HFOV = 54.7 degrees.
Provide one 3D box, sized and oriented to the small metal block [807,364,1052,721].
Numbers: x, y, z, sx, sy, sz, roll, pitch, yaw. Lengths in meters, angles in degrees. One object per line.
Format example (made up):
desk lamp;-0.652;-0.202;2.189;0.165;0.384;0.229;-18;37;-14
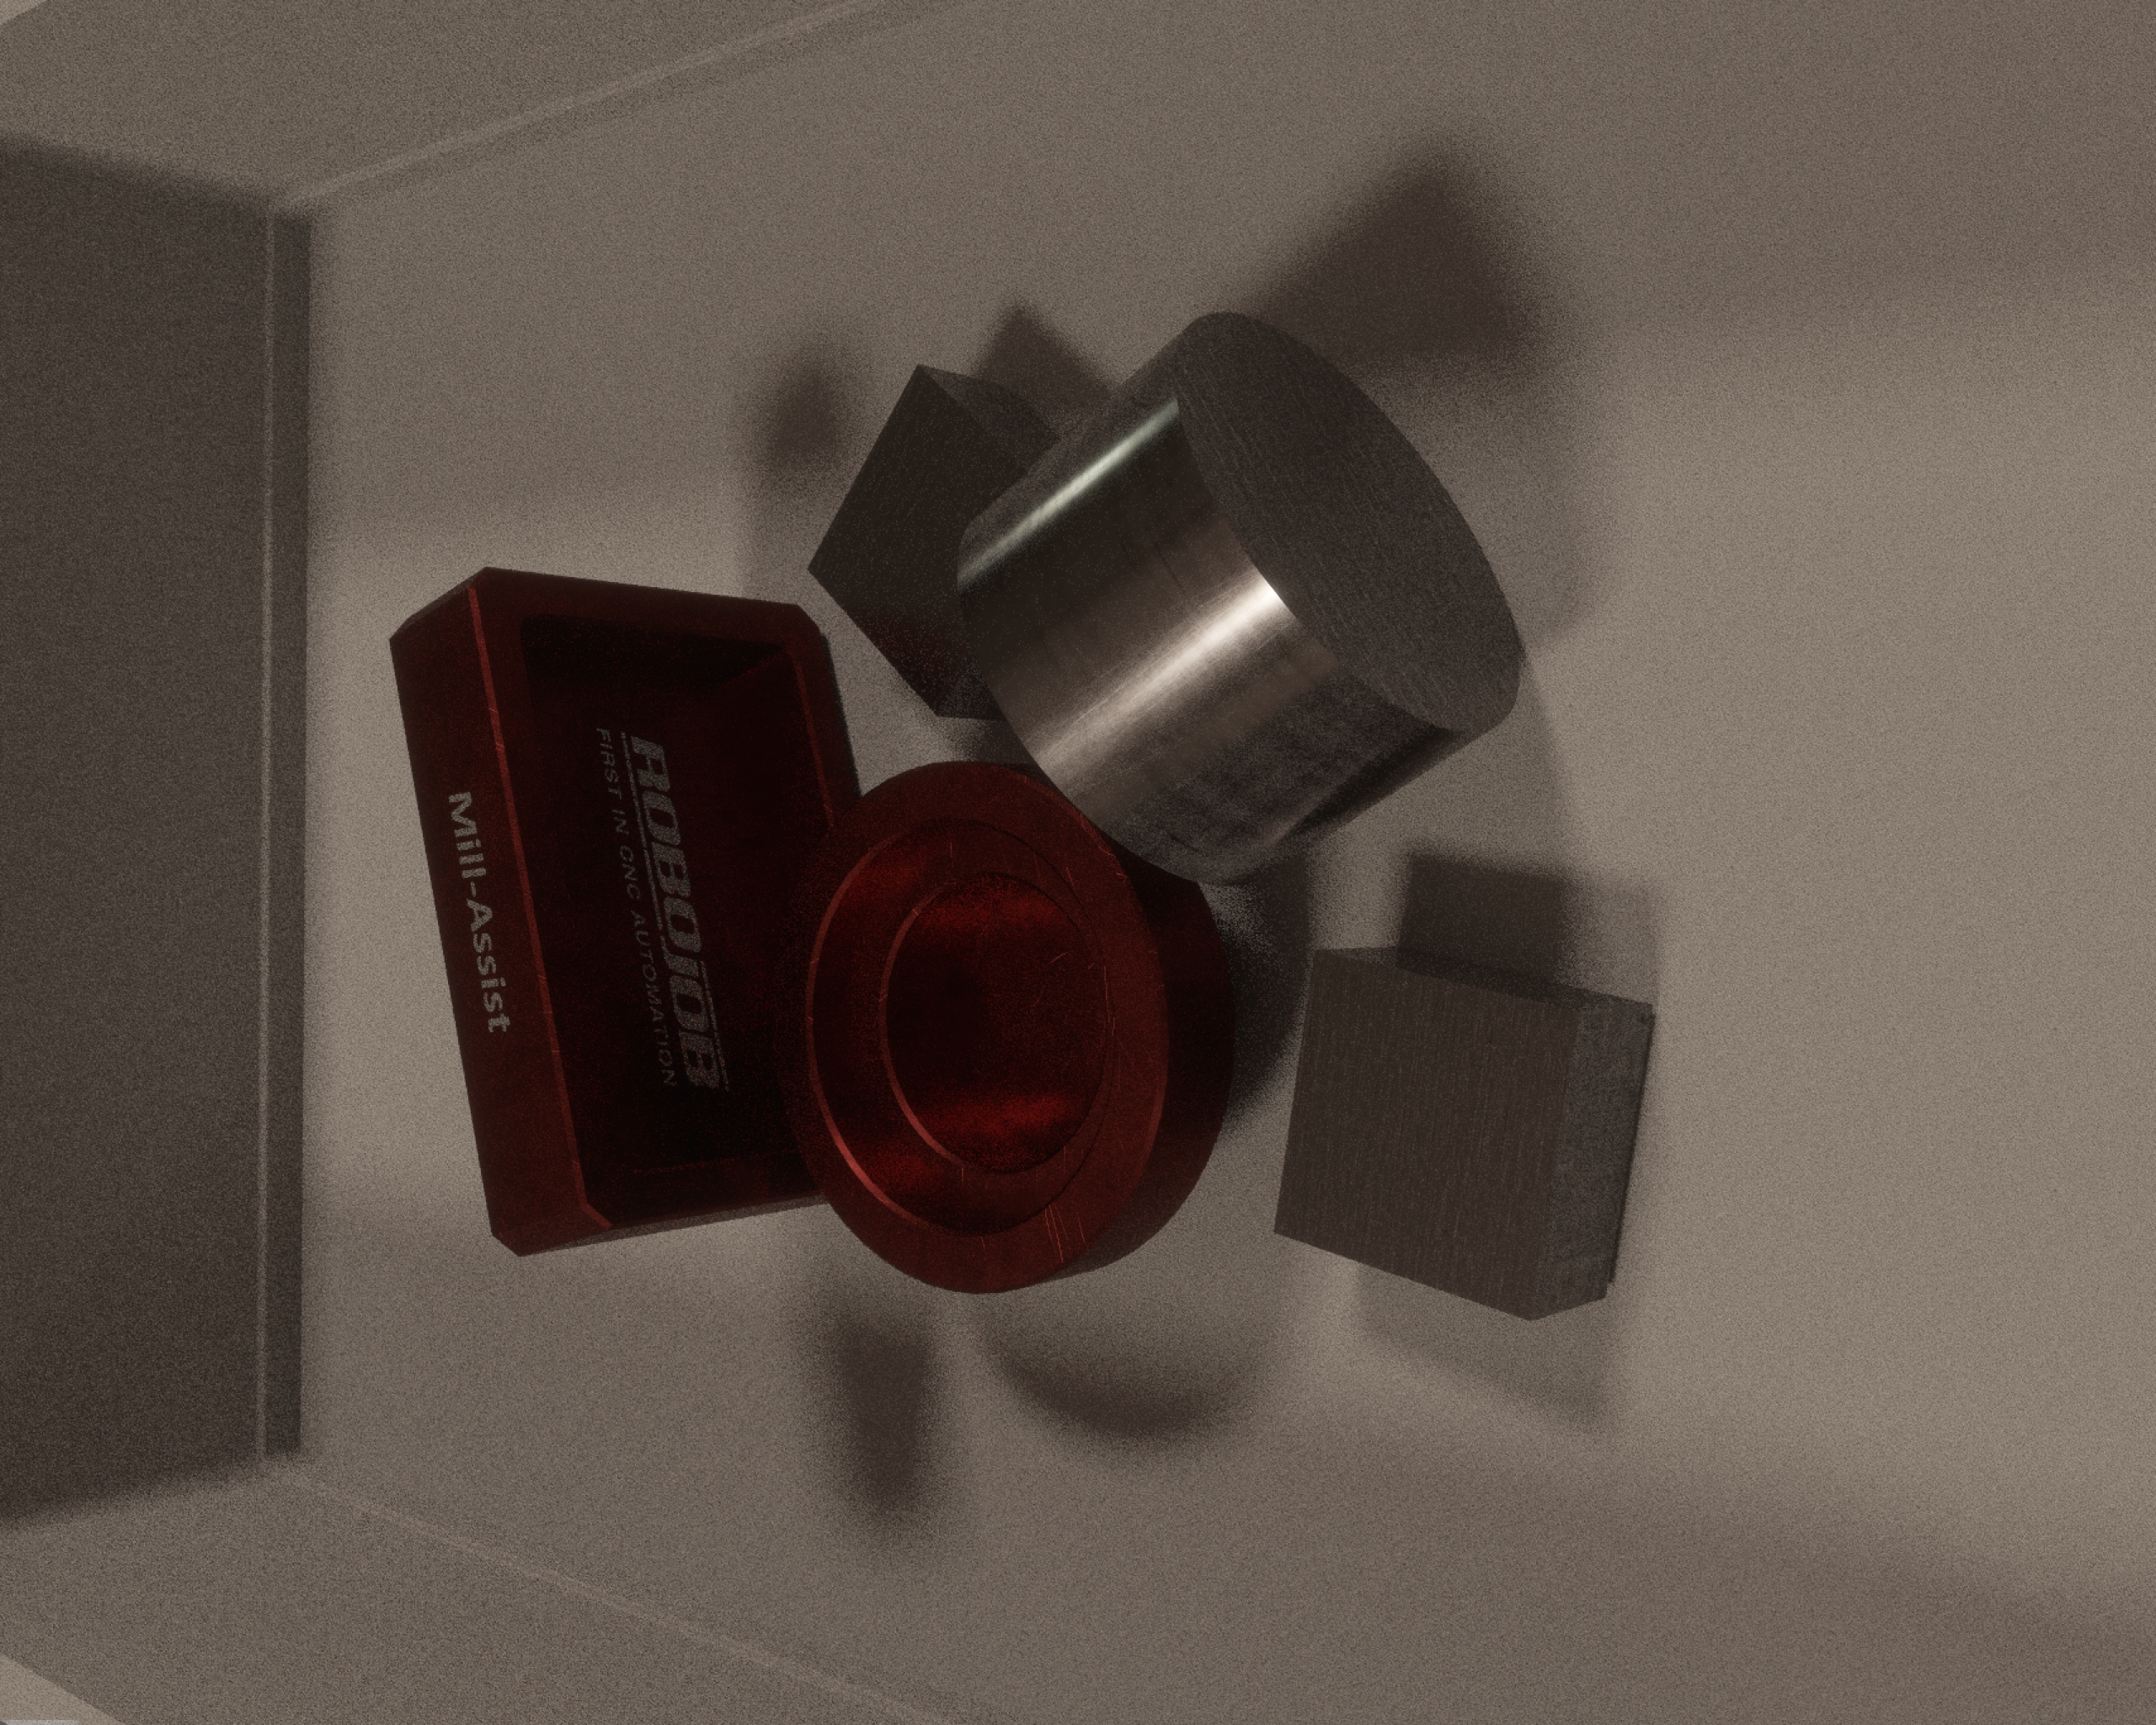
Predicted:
small metal block;-0.021;-0.064;0.420;0.050;0.025;0.050;49;119;30

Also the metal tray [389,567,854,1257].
metal tray;-0.084;0.009;0.429;0.030;0.091;0.129;-22;76;38

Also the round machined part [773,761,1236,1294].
round machined part;-0.010;0.030;0.398;0.098;0.042;0.097;0;90;39

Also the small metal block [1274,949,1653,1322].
small metal block;0.064;0.044;0.350;0.050;0.025;0.050;12;97;40

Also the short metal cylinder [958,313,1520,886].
short metal cylinder;0.027;-0.043;0.345;0.050;0.081;0.080;-36;68;34
